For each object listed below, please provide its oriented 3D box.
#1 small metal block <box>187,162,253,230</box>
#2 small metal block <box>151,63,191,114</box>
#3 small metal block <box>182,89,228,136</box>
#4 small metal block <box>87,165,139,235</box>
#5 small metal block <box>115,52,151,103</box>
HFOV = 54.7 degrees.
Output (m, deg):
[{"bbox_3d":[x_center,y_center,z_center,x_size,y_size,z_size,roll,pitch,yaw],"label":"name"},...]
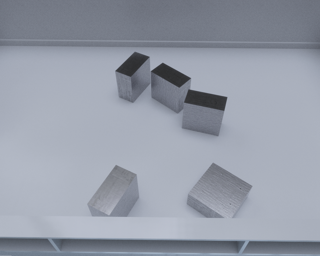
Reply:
[{"bbox_3d":[0.065,0.074,0.343,0.050,0.025,0.050,31,56,23],"label":"small metal block"},{"bbox_3d":[0.015,-0.056,0.436,0.050,0.050,0.025,34,58,25],"label":"small metal block"},{"bbox_3d":[0.057,-0.019,0.405,0.050,0.050,0.025,13,51,10],"label":"small metal block"},{"bbox_3d":[-0.047,0.076,0.325,0.025,0.050,0.050,22,54,17],"label":"small metal block"},{"bbox_3d":[-0.038,-0.074,0.450,0.025,0.050,0.050,23,54,18],"label":"small metal block"}]
